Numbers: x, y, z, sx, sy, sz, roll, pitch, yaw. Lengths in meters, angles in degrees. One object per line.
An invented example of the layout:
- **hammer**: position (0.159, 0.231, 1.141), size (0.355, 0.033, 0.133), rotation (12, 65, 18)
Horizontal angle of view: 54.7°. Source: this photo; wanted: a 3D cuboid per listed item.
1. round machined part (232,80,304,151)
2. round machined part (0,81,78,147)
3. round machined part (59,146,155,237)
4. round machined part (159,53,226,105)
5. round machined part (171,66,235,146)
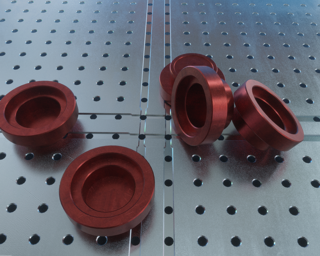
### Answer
- **round machined part**: position (0.128, -0.011, 0.388), size (0.098, 0.042, 0.098), rotation (27, 38, -23)
- **round machined part**: position (-0.157, -0.014, 0.406), size (0.099, 0.042, 0.098), rotation (0, 50, 0)
- **round machined part**: position (-0.055, 0.070, 0.337), size (0.099, 0.042, 0.098), rotation (0, 50, 0)
- **round machined part**: position (0.048, -0.074, 0.460), size (0.099, 0.042, 0.098), rotation (0, 50, 0)
- **round machined part**: position (0.055, -0.028, 0.387), size (0.042, 0.097, 0.098), rotation (-6, 49, -25)
